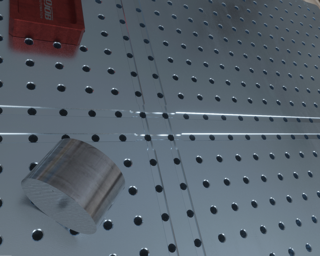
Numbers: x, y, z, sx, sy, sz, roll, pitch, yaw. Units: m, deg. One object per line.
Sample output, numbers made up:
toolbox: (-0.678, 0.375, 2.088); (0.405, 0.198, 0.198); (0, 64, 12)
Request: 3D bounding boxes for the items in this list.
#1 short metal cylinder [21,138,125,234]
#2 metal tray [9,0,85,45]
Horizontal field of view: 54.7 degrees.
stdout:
short metal cylinder: (-0.081, 0.056, 0.295); (0.080, 0.080, 0.050); (36, 51, -4)
metal tray: (-0.158, -0.180, 0.428); (0.091, 0.030, 0.130); (1, 61, -28)
